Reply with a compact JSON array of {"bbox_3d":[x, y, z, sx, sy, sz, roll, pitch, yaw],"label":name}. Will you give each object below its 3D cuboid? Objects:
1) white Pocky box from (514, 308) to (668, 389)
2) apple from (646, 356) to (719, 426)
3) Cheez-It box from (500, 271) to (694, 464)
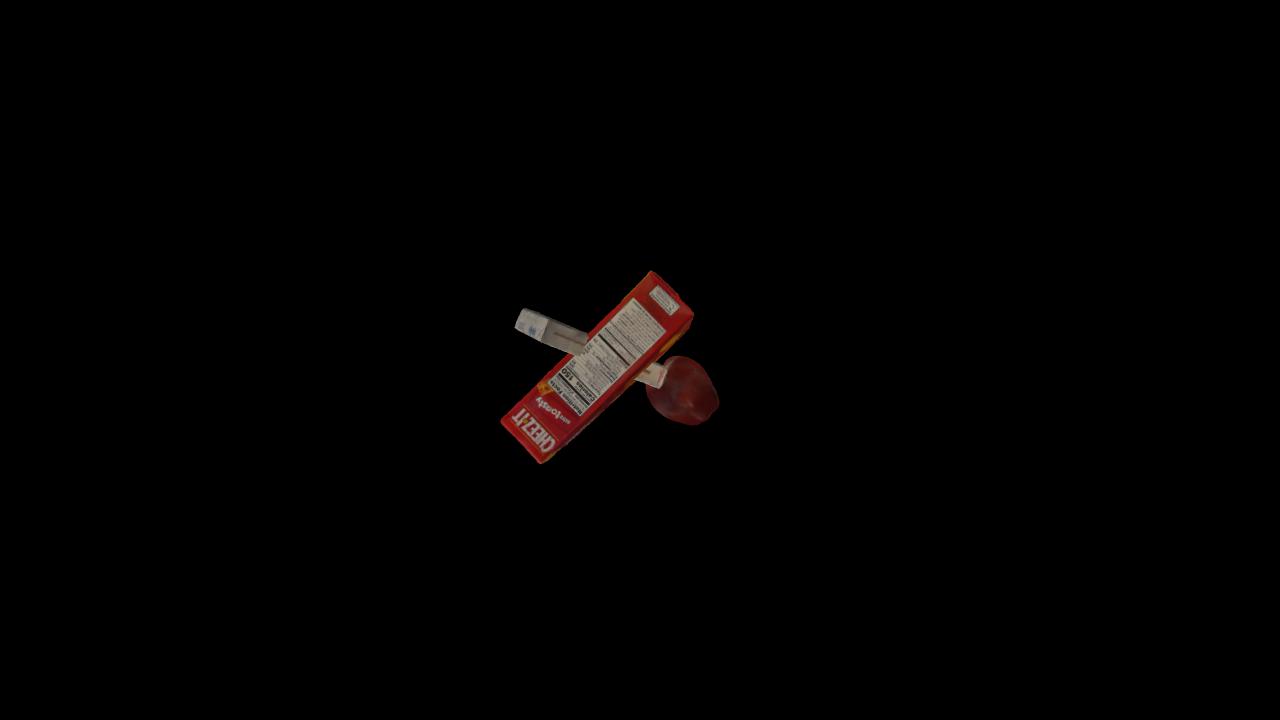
[{"bbox_3d":[-0.052,-0.012,0.666,0.154,0.028,0.084,23,-1,-32],"label":"white Pocky box"},{"bbox_3d":[0.052,0.038,0.759,0.093,0.079,0.079,44,-7,-7],"label":"apple"},{"bbox_3d":[-0.040,0.010,0.697,0.223,0.071,0.166,-44,-3,1],"label":"Cheez-It box"}]
